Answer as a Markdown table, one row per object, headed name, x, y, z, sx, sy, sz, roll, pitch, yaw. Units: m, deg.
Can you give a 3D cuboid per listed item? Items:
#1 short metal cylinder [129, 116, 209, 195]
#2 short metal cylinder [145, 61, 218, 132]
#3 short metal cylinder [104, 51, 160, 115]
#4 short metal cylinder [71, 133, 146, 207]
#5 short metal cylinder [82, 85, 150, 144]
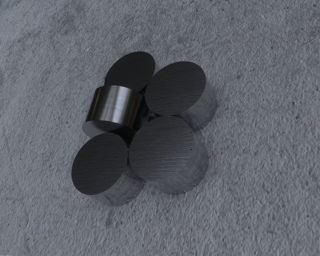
| name | x | y | z | sx | sy | sz | roll | pitch | yaw |
| --- | --- | --- | --- | --- | --- | --- | --- | --- | --- |
| short metal cylinder | 0.011 | 0.032 | 0.363 | 0.080 | 0.050 | 0.080 | -14 | 56 | 22 |
| short metal cylinder | 0.028 | -0.038 | 0.397 | 0.080 | 0.050 | 0.080 | -13 | 57 | 21 |
| short metal cylinder | -0.032 | -0.062 | 0.444 | 0.080 | 0.050 | 0.080 | -14 | 56 | 21 |
| short metal cylinder | -0.062 | 0.053 | 0.390 | 0.080 | 0.050 | 0.080 | -14 | 56 | 21 |
| short metal cylinder | -0.056 | -0.012 | 0.407 | 0.080 | 0.080 | 0.050 | -3 | 61 | 27 |
